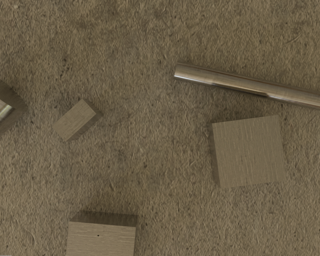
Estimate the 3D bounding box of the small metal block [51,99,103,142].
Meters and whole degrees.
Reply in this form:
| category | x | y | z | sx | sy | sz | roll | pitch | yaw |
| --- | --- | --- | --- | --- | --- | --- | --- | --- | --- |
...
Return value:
| category | x | y | z | sx | sy | sz | roll | pitch | yaw |
| --- | --- | --- | --- | --- | --- | --- | --- | --- | --- |
| small metal block | -0.103 | -0.010 | 0.397 | 0.050 | 0.050 | 0.025 | -42 | 90 | 0 |

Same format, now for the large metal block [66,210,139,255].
| category | x | y | z | sx | sy | sz | roll | pitch | yaw |
| --- | --- | --- | --- | --- | --- | --- | --- | --- | --- |
| large metal block | -0.073 | 0.155 | 0.397 | 0.080 | 0.050 | 0.080 | 5 | 90 | 0 |

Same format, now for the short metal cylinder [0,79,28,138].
| category | x | y | z | sx | sy | sz | roll | pitch | yaw |
| --- | --- | --- | --- | --- | --- | --- | --- | --- | --- |
| short metal cylinder | -0.214 | -0.031 | 0.381 | 0.080 | 0.080 | 0.050 | 45 | 90 | 0 |

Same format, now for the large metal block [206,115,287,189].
| category | x | y | z | sx | sy | sz | roll | pitch | yaw |
| --- | --- | --- | --- | --- | --- | --- | --- | --- | --- |
| large metal block | 0.108 | 0.028 | 0.399 | 0.080 | 0.050 | 0.080 | -7 | 90 | 0 |

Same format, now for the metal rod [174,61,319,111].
| category | x | y | z | sx | sy | sz | roll | pitch | yaw |
| --- | --- | --- | --- | --- | --- | --- | --- | --- | --- |
| metal rod | 0.168 | -0.045 | 0.411 | 0.302 | 0.025 | 0.025 | 12 | 90 | 0 |
